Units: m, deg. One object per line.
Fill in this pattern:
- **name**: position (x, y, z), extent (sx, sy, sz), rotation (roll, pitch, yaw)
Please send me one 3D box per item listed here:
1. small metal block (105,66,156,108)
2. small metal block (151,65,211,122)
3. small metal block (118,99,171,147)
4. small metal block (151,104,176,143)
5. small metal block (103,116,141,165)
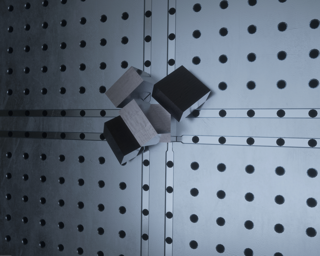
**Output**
- **small metal block**: position (-0.037, -0.052, 0.413), extent (0.050, 0.050, 0.025), rotation (-43, 77, 15)
- **small metal block**: position (0.026, -0.044, 0.389), extent (0.050, 0.025, 0.050), rotation (-38, 74, -25)
- **small metal block**: position (-0.018, -0.006, 0.379), extent (0.025, 0.050, 0.050), rotation (-38, 79, 15)
- **small metal block**: position (-0.006, -0.006, 0.415), extent (0.050, 0.025, 0.050), rotation (1, 90, 19)
- **small metal block**: position (-0.052, 0.017, 0.415), extent (0.025, 0.050, 0.050), rotation (-28, 79, -20)
